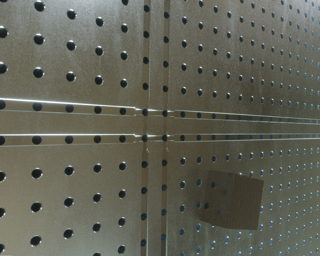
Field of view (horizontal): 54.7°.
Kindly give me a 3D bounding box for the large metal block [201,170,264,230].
[{"bbox_3d":[0.117,0.115,0.494,0.080,0.050,0.080,18,79,-39],"label":"large metal block"}]
